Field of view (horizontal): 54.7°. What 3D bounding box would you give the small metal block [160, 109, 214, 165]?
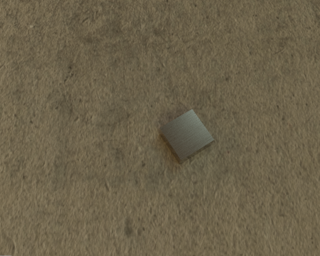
[{"bbox_3d":[0.034,0.012,0.404,0.050,0.025,0.050,-30,73,-11],"label":"small metal block"}]
